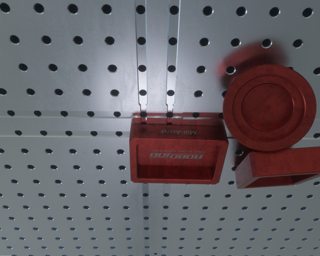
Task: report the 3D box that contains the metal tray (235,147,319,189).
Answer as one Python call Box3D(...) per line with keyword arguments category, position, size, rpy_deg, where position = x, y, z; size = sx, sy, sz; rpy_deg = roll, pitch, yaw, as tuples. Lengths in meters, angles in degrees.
Box3D(category="metal tray", position=(0.156, 0.057, 0.415), size=(0.091, 0.030, 0.130), rpy_deg=(-5, 162, 4))

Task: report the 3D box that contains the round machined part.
Box3D(category="round machined part", position=(0.125, -0.025, 0.362), size=(0.098, 0.042, 0.097), rpy_deg=(3, 103, 14))

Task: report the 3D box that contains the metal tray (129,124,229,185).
Box3D(category="metal tray", position=(0.024, 0.039, 0.441), size=(0.131, 0.030, 0.089), rpy_deg=(1, 130, -2))
